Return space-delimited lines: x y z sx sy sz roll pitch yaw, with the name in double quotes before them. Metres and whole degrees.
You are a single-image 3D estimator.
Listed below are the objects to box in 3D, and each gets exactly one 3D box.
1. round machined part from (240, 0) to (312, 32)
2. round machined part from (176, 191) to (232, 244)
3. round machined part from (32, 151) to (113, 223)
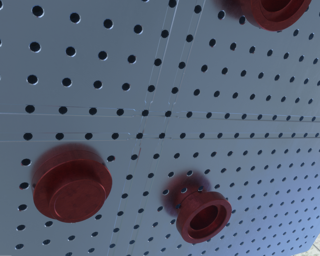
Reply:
"round machined part" 0.136 -0.170 0.371 0.099 0.042 0.097 -14 125 -21
"round machined part" 0.071 0.147 0.533 0.099 0.042 0.097 -14 125 -21
"round machined part" -0.107 0.081 0.392 0.099 0.042 0.097 -14 125 -21
